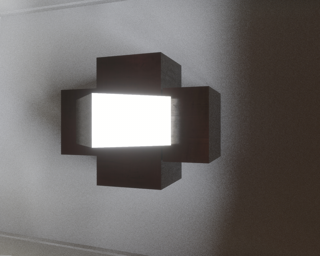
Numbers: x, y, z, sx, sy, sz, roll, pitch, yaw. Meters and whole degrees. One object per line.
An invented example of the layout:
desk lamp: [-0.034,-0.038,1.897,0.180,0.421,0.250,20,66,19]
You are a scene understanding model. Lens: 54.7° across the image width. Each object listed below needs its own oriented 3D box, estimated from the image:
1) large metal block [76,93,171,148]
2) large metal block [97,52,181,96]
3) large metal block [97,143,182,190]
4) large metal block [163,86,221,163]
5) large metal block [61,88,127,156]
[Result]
large metal block: [-0.042,-0.007,0.335,0.081,0.080,0.050,0,90,-25]
large metal block: [-0.023,-0.058,0.388,0.080,0.080,0.050,0,90,20]
large metal block: [-0.023,0.042,0.388,0.080,0.080,0.050,0,90,20]
large metal block: [0.040,-0.004,0.364,0.050,0.080,0.080,0,90,19]
large metal block: [-0.084,-0.007,0.410,0.050,0.080,0.080,0,90,20]
